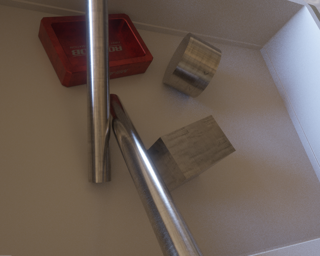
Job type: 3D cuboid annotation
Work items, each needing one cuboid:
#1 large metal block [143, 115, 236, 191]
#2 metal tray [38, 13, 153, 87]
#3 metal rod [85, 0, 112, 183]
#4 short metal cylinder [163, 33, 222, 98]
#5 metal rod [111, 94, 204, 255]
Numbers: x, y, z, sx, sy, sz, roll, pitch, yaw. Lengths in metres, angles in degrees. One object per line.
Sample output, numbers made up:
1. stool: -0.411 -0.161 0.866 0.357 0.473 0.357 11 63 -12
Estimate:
1. large metal block: 0.026 0.036 0.364 0.081 0.080 0.050 -22 74 -36
2. metal tray: -0.085 -0.111 0.425 0.131 0.030 0.090 -18 72 -35
3. metal rod: -0.070 -0.091 0.345 0.025 0.025 0.298 0 87 -29
4. short metal cylinder: 0.046 -0.091 0.452 0.050 0.080 0.080 26 53 -13
5. metal rod: -0.012 0.045 0.279 0.025 0.025 0.300 5 29 -26
